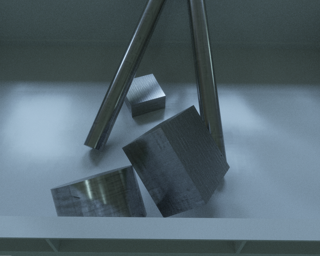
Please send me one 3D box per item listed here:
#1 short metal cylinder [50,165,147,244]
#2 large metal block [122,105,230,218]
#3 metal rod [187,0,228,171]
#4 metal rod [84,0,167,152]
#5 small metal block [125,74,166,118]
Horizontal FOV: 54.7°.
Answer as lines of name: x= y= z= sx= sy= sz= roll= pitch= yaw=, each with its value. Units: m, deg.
short metal cylinder: x=-0.058 y=0.071 z=0.300 sx=0.081 sy=0.080 sz=0.050 roll=-15 pitch=87 yaw=-13
large metal block: x=0.020 y=0.031 z=0.320 sx=0.080 sy=0.050 sz=0.080 roll=60 pitch=33 yaw=-3
metal rod: x=0.056 y=-0.092 z=0.404 sx=0.025 sy=0.025 sz=0.299 roll=-4 pitch=75 yaw=-4
metal rod: x=-0.030 y=-0.111 z=0.415 sx=0.025 sy=0.025 sz=0.299 roll=19 pitch=78 yaw=14
small metal block: x=-0.025 y=-0.047 z=0.445 sx=0.050 sy=0.025 sz=0.050 roll=-17 pitch=52 yaw=-14
